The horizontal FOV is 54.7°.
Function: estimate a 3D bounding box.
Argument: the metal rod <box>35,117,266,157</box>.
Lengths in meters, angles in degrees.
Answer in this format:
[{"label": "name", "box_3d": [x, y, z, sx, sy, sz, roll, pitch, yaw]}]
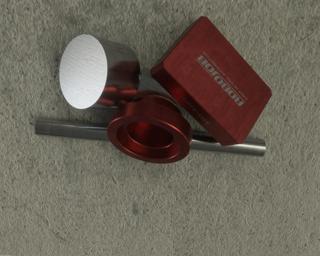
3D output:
[{"label": "metal rod", "box_3d": [-0.010, 0.013, 0.416, 0.302, 0.025, 0.025, 6, 110, -3]}]

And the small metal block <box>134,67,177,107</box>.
[{"label": "small metal block", "box_3d": [-0.002, -0.049, 0.378, 0.050, 0.050, 0.025, 22, 109, -8]}]

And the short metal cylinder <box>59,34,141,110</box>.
[{"label": "short metal cylinder", "box_3d": [-0.069, -0.061, 0.353, 0.080, 0.050, 0.079, 1, 92, 37]}]

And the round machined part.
[{"label": "round machined part", "box_3d": [-0.010, 0.000, 0.369, 0.098, 0.042, 0.098, 10, 146, 7]}]

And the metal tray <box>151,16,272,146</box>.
[{"label": "metal tray", "box_3d": [0.064, -0.052, 0.362, 0.130, 0.030, 0.090, 43, 66, -15]}]
